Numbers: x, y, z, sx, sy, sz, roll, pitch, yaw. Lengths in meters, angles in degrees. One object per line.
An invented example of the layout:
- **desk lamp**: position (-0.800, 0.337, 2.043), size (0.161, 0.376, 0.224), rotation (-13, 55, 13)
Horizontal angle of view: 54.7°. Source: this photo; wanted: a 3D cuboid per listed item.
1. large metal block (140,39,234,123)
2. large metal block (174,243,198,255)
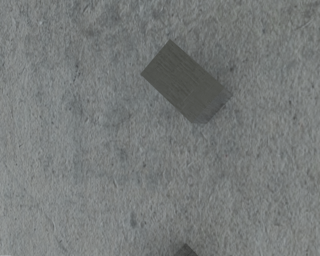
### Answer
- **large metal block**: position (0.035, -0.051, 0.367), size (0.080, 0.080, 0.050), rotation (45, 104, 14)
- **large metal block**: position (0.013, 0.199, 0.374), size (0.050, 0.080, 0.080), rotation (44, 103, 14)
